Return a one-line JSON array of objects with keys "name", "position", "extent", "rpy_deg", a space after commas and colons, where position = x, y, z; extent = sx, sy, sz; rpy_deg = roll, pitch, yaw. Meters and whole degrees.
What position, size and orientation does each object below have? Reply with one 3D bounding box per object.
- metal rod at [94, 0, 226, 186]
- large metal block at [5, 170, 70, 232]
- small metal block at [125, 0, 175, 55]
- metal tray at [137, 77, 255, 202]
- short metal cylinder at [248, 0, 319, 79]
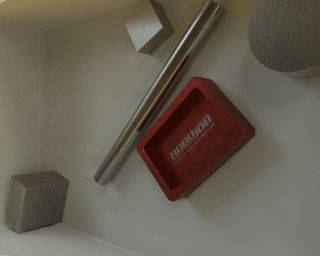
[{"name": "metal rod", "position": [-0.013, -0.031, 0.415], "extent": [0.025, 0.025, 0.298], "rpy_deg": [49, 119, 28]}, {"name": "large metal block", "position": [-0.215, 0.125, 0.545], "extent": [0.050, 0.081, 0.079], "rpy_deg": [22, 104, 37]}, {"name": "small metal block", "position": [-0.015, -0.135, 0.417], "extent": [0.050, 0.025, 0.050], "rpy_deg": [-36, 68, 34]}, {"name": "metal tray", "position": [0.036, 0.015, 0.372], "extent": [0.129, 0.030, 0.090], "rpy_deg": [-50, 61, 28]}, {"name": "short metal cylinder", "position": [0.129, -0.088, 0.283], "extent": [0.080, 0.050, 0.079], "rpy_deg": [0, 90, 39]}]
